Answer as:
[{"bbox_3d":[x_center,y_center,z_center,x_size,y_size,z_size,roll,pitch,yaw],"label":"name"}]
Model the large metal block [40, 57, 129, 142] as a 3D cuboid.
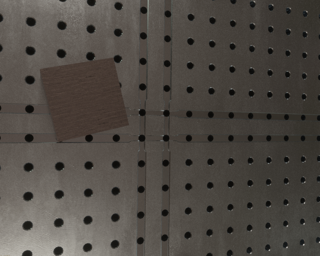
[{"bbox_3d":[-0.090,-0.033,0.367,0.081,0.050,0.080,-14,95,-20],"label":"large metal block"}]
